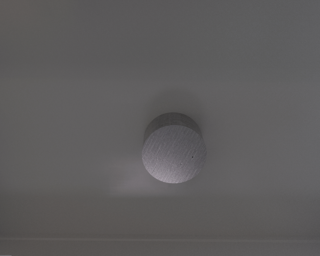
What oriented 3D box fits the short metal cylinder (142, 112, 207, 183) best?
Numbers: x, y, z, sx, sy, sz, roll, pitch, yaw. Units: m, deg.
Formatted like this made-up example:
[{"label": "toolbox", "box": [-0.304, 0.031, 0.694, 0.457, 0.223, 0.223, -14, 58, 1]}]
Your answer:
[{"label": "short metal cylinder", "box": [0.018, 0.025, 0.407, 0.080, 0.050, 0.079, 0, 110, 0]}]
